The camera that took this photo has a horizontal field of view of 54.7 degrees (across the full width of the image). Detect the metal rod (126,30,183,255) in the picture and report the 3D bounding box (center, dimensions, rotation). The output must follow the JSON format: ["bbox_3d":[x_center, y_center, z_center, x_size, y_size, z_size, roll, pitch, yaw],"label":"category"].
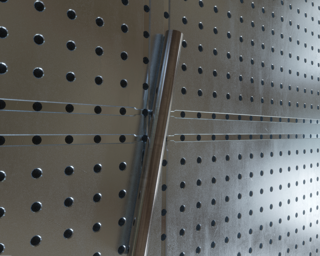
[{"bbox_3d":[-0.005,0.016,0.406,0.025,0.025,0.299,16,80,-39],"label":"metal rod"}]
